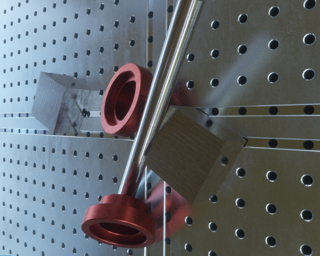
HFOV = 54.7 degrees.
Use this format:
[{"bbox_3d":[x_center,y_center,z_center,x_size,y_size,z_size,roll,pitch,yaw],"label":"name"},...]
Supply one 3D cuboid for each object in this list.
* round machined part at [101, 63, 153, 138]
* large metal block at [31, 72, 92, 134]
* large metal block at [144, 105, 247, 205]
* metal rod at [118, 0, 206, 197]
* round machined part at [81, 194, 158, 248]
[{"bbox_3d":[-0.036,-0.034,0.415,0.098,0.042,0.098,-27,54,45],"label":"round machined part"},{"bbox_3d":[-0.172,-0.044,0.536,0.080,0.050,0.079,31,109,35],"label":"large metal block"},{"bbox_3d":[0.039,0.028,0.361,0.080,0.050,0.079,37,113,33],"label":"large metal block"},{"bbox_3d":[-0.011,-0.005,0.366,0.025,0.025,0.298,45,132,31],"label":"metal rod"},{"bbox_3d":[-0.052,0.124,0.417,0.098,0.098,0.042,-27,38,37],"label":"round machined part"}]
